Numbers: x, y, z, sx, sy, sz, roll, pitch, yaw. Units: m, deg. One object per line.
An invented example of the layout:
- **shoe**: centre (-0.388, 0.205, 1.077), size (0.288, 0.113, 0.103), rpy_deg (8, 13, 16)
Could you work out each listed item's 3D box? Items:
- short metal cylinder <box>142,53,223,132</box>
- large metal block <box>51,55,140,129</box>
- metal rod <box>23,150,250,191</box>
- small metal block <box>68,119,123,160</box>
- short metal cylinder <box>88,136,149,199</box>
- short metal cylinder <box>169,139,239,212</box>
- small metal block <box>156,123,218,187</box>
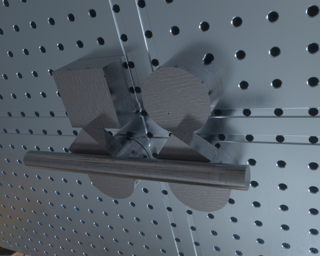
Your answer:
- **short metal cylinder**: centre (0.027, -0.040, 0.356), size (0.080, 0.050, 0.079), rpy_deg (13, 124, 21)
- **large metal block**: centre (-0.083, -0.047, 0.409), size (0.080, 0.050, 0.080), rpy_deg (1, 119, 27)
- **metal rod**: centre (-0.049, 0.046, 0.368), size (0.300, 0.025, 0.025), rpy_deg (1, 119, 27)
- **small metal block**: centre (-0.086, 0.025, 0.408), size (0.050, 0.025, 0.050), rpy_deg (42, 129, -1)
- **short metal cylinder**: centre (-0.062, 0.058, 0.463), size (0.080, 0.050, 0.079), rpy_deg (13, 124, 21)
- **short metal cylinder**: centre (0.057, 0.061, 0.403), size (0.080, 0.050, 0.079), rpy_deg (13, 124, 21)
- **small metal block**: centre (0.028, 0.031, 0.351), size (0.050, 0.025, 0.050), rpy_deg (35, 129, 5)
